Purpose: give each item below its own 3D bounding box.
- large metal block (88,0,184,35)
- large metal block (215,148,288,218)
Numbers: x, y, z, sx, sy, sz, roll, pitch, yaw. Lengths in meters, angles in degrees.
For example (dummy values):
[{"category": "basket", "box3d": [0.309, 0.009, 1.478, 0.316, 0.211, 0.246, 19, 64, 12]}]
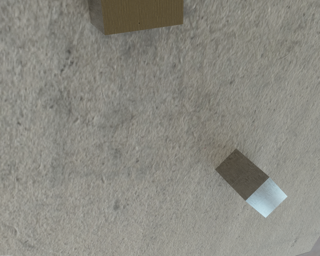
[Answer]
[{"category": "large metal block", "box3d": [-0.025, -0.139, 0.292, 0.081, 0.050, 0.079, -15, 125, -20]}, {"category": "large metal block", "box3d": [0.150, 0.091, 0.512, 0.050, 0.080, 0.080, -46, 130, 4]}]
